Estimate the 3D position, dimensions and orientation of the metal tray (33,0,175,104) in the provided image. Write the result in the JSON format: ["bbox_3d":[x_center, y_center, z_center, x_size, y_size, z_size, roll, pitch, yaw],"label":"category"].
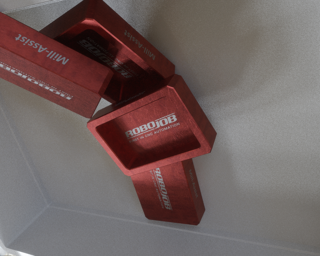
[{"bbox_3d":[-0.056,-0.073,0.341,0.090,0.030,0.130,-16,147,34],"label":"metal tray"}]

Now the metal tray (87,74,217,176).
[{"bbox_3d":[-0.012,0.003,0.365,0.130,0.030,0.090,-21,114,33],"label":"metal tray"}]

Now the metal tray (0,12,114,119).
[{"bbox_3d":[-0.120,-0.060,0.319,0.131,0.030,0.090,26,160,-12],"label":"metal tray"}]

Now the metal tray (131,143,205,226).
[{"bbox_3d":[0.007,0.078,0.449,0.090,0.030,0.129,-2,118,29],"label":"metal tray"}]
